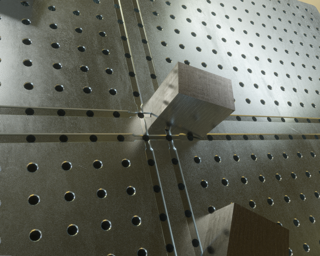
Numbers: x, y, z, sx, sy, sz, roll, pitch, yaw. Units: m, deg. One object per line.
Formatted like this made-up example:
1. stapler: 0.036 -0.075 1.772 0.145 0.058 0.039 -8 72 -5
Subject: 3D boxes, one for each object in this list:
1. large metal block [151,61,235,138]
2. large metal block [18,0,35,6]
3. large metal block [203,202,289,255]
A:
1. large metal block: 0.042 -0.034 0.418 0.081 0.080 0.050 14 56 -21
2. large metal block: -0.201 -0.226 0.422 0.081 0.050 0.080 17 55 -19
3. large metal block: 0.099 0.145 0.359 0.080 0.050 0.080 28 52 -11
